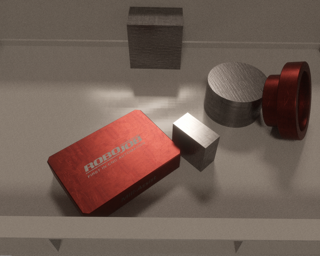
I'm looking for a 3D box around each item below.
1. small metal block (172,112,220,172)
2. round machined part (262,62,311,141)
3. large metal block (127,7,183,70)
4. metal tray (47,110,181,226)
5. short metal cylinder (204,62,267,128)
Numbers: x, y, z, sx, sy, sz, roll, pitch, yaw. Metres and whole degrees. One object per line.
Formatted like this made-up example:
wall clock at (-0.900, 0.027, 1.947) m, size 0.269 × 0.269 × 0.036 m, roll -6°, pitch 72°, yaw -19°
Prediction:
small metal block at (0.041, 0.018, 0.375) m, size 0.025 × 0.050 × 0.050 m, roll -36°, pitch 59°, yaw -27°
round machined part at (0.161, -0.034, 0.395) m, size 0.042 × 0.098 × 0.098 m, roll 4°, pitch 46°, yaw 35°
large metal block at (-0.007, -0.140, 0.487) m, size 0.081 × 0.080 × 0.050 m, roll 1°, pitch 50°, yaw 1°
metal tray at (-0.052, 0.040, 0.367) m, size 0.131 × 0.030 × 0.090 m, roll -31°, pitch 57°, yaw -24°
short metal cylinder at (0.104, -0.047, 0.430) m, size 0.081 × 0.050 × 0.080 m, roll 0°, pitch 50°, yaw 0°
